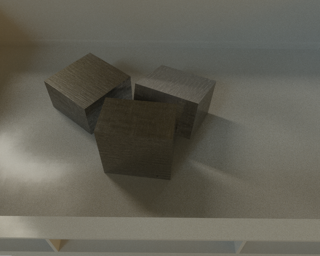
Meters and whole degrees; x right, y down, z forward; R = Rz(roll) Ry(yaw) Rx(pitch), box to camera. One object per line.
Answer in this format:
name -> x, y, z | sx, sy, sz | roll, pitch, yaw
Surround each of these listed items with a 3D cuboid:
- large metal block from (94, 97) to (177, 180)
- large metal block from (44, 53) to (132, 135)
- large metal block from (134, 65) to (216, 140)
large metal block -> -0.024, 0.014, 0.357 | 0.080, 0.080, 0.050 | 6, 51, 4
large metal block -> -0.096, -0.050, 0.430 | 0.080, 0.050, 0.080 | 33, 57, 24
large metal block -> 0.019, -0.037, 0.405 | 0.080, 0.050, 0.080 | 20, 33, 15
